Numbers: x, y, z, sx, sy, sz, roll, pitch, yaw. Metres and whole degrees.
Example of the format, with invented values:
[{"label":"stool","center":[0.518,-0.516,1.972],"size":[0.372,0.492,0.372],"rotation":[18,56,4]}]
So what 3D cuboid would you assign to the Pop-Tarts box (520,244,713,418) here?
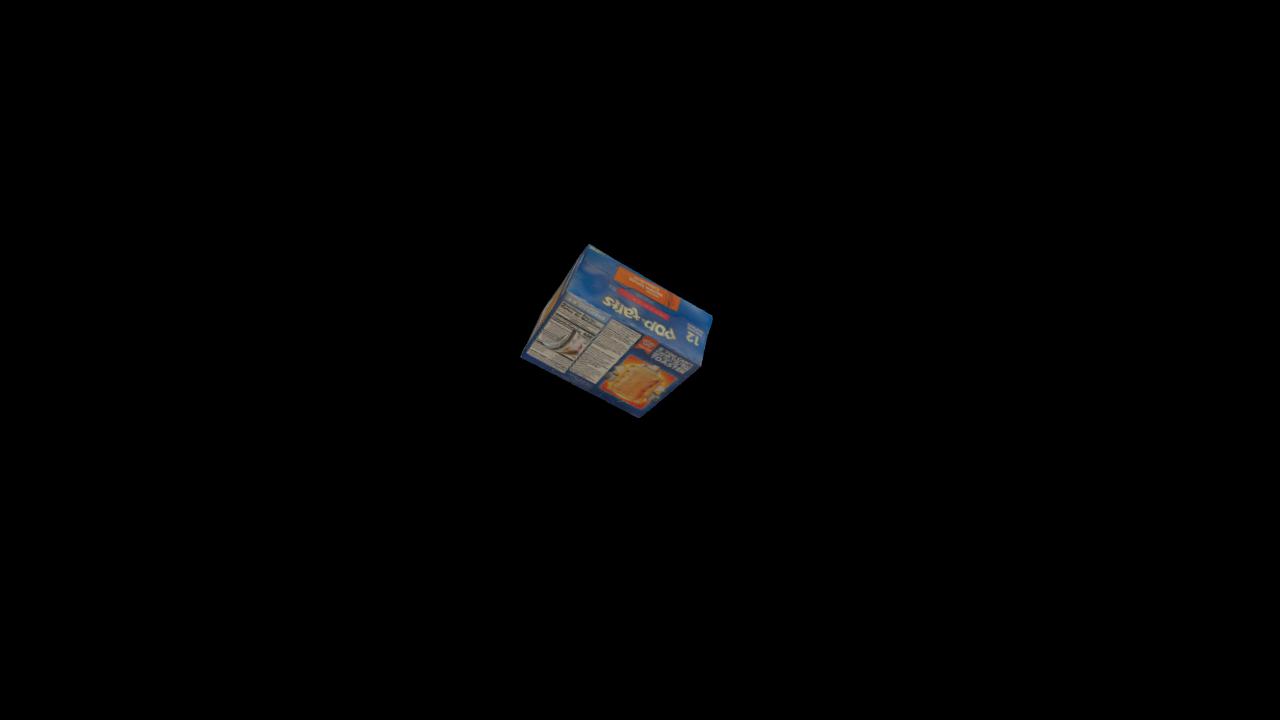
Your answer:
[{"label":"Pop-Tarts box","center":[-0.028,-0.027,0.709],"size":[0.167,0.083,0.141],"rotation":[28,-40,-15]}]

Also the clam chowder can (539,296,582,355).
[{"label":"clam chowder can","center":[-0.057,-0.032,0.709],"size":[0.068,0.068,0.102],"rotation":[0,-14,44]}]
